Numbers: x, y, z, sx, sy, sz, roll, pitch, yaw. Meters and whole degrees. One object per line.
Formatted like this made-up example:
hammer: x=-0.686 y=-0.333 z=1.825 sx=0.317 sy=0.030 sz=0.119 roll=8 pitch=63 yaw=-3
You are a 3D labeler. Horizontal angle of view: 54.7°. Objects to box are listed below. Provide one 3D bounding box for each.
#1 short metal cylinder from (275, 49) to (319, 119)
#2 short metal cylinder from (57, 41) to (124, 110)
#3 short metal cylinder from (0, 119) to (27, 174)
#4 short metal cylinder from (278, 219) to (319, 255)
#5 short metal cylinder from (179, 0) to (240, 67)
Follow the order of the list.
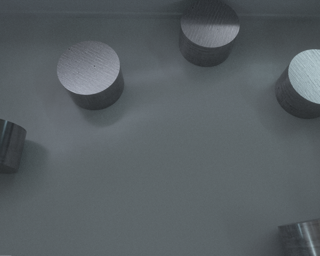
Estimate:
short metal cylinder: x=0.205 y=-0.058 z=0.419 sx=0.081 sy=0.050 sz=0.080 roll=0 pitch=70 yaw=0
short metal cylinder: x=-0.092 y=-0.070 z=0.421 sx=0.081 sy=0.050 sz=0.080 roll=0 pitch=70 yaw=0
short metal cylinder: x=-0.208 y=0.022 z=0.371 sx=0.080 sy=0.080 sz=0.050 roll=3 pitch=70 yaw=1
short metal cylinder: x=0.176 y=0.125 z=0.336 sx=0.081 sy=0.080 sz=0.050 roll=-9 pitch=70 yaw=-3
short metal cylinder: x=0.069 y=-0.135 z=0.446 sx=0.081 sy=0.050 sz=0.080 roll=0 pitch=70 yaw=0
